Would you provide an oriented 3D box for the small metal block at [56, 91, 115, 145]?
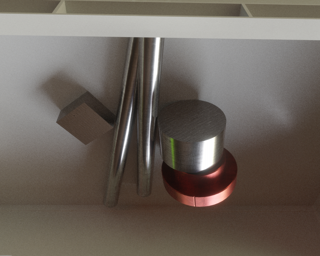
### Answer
[{"bbox_3d":[-0.094,-0.012,0.398,0.050,0.025,0.050,-31,124,23],"label":"small metal block"}]

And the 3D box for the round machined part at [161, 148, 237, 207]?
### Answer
[{"bbox_3d":[0.051,0.050,0.404,0.099,0.098,0.042,-5,130,4],"label":"round machined part"}]

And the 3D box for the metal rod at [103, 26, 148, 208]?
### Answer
[{"bbox_3d":[-0.051,0.010,0.416,0.025,0.025,0.298,9,130,-8],"label":"metal rod"}]

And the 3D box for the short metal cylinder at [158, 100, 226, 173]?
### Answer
[{"bbox_3d":[0.039,0.008,0.381,0.080,0.080,0.050,-3,130,2],"label":"short metal cylinder"}]

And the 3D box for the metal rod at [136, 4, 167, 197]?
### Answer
[{"bbox_3d":[-0.016,-0.004,0.388,0.025,0.025,0.298,2,136,-3],"label":"metal rod"}]
